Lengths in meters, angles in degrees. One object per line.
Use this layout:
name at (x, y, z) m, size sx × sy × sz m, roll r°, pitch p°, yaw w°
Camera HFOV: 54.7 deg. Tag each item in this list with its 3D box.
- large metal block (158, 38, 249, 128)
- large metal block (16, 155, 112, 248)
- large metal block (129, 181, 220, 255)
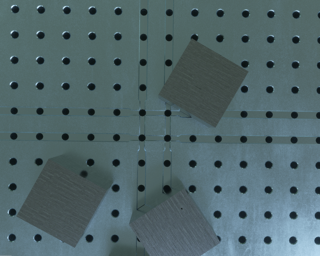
large metal block at (0.053, -0.055, 0.402) m, size 0.080 × 0.050 × 0.080 m, roll 30°, pitch 90°, yaw -1°
large metal block at (-0.119, 0.091, 0.399) m, size 0.080 × 0.050 × 0.080 m, roll 29°, pitch 90°, yaw -1°
large metal block at (0.018, 0.128, 0.401) m, size 0.080 × 0.050 × 0.080 m, roll -33°, pitch 90°, yaw 0°
